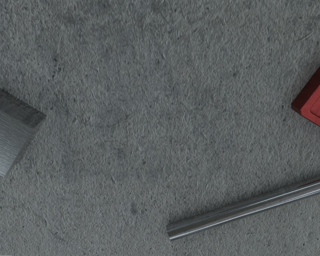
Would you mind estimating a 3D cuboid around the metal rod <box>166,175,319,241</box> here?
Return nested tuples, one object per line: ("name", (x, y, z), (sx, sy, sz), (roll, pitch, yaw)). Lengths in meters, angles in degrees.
("metal rod", (0.155, 0.108, 0.451), (0.301, 0.025, 0.025), (-20, 109, 6))

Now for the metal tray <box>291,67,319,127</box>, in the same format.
("metal tray", (0.252, -0.029, 0.399), (0.131, 0.030, 0.090), (28, 107, -11))

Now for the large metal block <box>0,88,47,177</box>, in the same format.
("large metal block", (-0.207, 0.002, 0.394), (0.080, 0.050, 0.080), (33, 107, -12))
